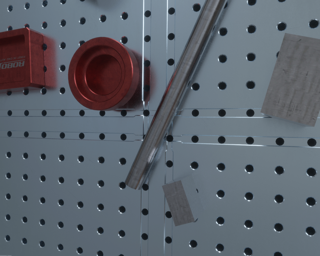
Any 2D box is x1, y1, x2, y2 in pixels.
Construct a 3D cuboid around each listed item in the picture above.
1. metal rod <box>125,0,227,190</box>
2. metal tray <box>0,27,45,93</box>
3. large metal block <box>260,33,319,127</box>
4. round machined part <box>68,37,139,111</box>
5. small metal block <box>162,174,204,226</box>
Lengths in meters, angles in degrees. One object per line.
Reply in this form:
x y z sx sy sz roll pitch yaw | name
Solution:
0.024 -0.056 0.404 0.025 0.025 0.298 27 99 18 | metal rod
-0.250 -0.104 0.498 0.130 0.030 0.089 -3 89 19 | metal tray
0.146 -0.047 0.332 0.050 0.080 0.080 18 96 19 | large metal block
-0.074 -0.072 0.430 0.098 0.042 0.097 0 90 20 | round machined part
0.030 0.089 0.389 0.025 0.050 0.050 -21 83 19 | small metal block
